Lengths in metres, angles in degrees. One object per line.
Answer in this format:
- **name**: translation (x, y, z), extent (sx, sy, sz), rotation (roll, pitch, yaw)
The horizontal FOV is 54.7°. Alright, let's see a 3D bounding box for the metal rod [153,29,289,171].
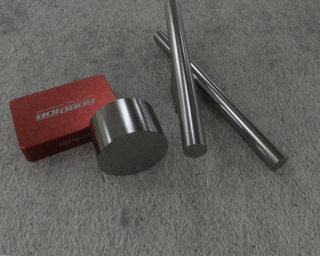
- **metal rod**: translation (0.071, -0.058, 0.452), extent (0.025, 0.025, 0.300), rotation (-22, 54, -18)

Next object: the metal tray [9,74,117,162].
- **metal tray**: translation (-0.122, -0.018, 0.413), extent (0.131, 0.030, 0.090), rotation (-20, 53, -17)

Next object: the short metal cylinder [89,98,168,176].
- **short metal cylinder**: translation (-0.037, 0.012, 0.357), extent (0.081, 0.080, 0.050), rotation (-14, 52, -12)

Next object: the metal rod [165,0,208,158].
- **metal rod**: translation (0.028, -0.091, 0.414), extent (0.025, 0.025, 0.300), rotation (-2, 50, -2)

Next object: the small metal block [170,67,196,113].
- **small metal block**: translation (0.031, -0.057, 0.436), extent (0.025, 0.050, 0.050), rotation (-6, 50, -5)
